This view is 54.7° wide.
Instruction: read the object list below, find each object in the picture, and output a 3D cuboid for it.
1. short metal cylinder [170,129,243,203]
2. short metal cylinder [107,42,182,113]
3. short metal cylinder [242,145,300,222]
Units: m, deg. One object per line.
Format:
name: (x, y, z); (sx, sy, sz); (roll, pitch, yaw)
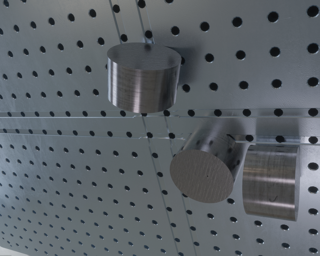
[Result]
short metal cylinder: (0.059, 0.048, 0.393); (0.080, 0.050, 0.079); (13, 124, 21)
short metal cylinder: (-0.019, -0.059, 0.349); (0.080, 0.080, 0.050); (18, 126, 17)
short metal cylinder: (0.127, 0.060, 0.346); (0.050, 0.080, 0.080); (1, 119, 28)
